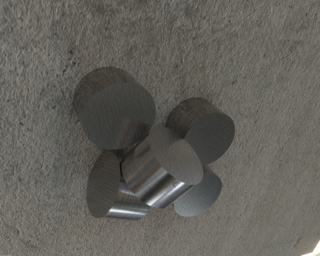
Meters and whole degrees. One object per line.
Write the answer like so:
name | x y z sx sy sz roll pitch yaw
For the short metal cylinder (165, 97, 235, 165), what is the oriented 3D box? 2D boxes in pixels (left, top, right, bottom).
short metal cylinder | 0.054 0.004 0.423 0.081 0.050 0.079 -14 124 -21

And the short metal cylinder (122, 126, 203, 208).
short metal cylinder | 0.003 0.045 0.359 0.080 0.080 0.050 22 126 -36

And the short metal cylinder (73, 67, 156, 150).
short metal cylinder | -0.052 -0.023 0.348 0.081 0.050 0.079 -14 124 -21

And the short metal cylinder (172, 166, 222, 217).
short metal cylinder | 0.046 0.086 0.469 0.081 0.050 0.079 -14 124 -21

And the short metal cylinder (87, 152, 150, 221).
short metal cylinder | -0.050 0.074 0.389 0.050 0.080 0.080 18 109 -36
